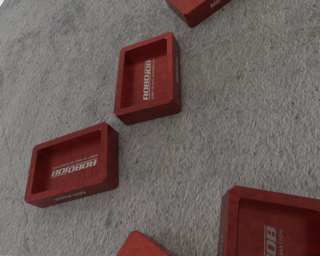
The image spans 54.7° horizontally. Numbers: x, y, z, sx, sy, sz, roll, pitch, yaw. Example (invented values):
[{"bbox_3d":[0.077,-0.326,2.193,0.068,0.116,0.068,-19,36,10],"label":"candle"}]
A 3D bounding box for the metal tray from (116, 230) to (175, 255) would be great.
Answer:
[{"bbox_3d":[0.001,0.171,0.295,0.130,0.030,0.090,24,74,36],"label":"metal tray"}]

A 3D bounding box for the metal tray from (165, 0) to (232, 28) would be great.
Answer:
[{"bbox_3d":[0.078,-0.229,0.500,0.130,0.030,0.090,-35,51,4],"label":"metal tray"}]

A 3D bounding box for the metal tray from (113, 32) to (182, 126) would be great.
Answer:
[{"bbox_3d":[-0.017,-0.074,0.454,0.090,0.030,0.130,-13,56,21],"label":"metal tray"}]

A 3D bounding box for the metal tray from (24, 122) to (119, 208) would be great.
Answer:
[{"bbox_3d":[-0.122,0.052,0.432,0.130,0.030,0.090,-17,55,18],"label":"metal tray"}]

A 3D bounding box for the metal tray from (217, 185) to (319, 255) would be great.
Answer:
[{"bbox_3d":[0.094,0.120,0.253,0.091,0.030,0.130,10,63,2],"label":"metal tray"}]
